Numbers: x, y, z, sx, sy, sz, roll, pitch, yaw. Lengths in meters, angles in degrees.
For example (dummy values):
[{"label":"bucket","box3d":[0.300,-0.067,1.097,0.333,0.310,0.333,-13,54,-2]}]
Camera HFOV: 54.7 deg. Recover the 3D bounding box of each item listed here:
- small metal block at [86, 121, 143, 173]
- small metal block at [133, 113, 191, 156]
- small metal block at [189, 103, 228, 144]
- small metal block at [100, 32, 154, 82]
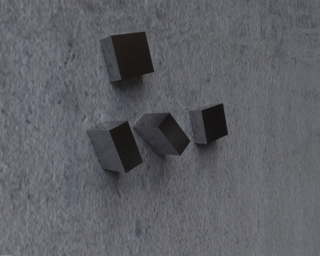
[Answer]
[{"label":"small metal block","box3d":[-0.051,0.020,0.347,0.025,0.050,0.050,-31,110,-36]},{"label":"small metal block","box3d":[0.002,0.008,0.392,0.050,0.050,0.025,52,59,-28]},{"label":"small metal block","box3d":[0.074,-0.008,0.470,0.050,0.025,0.050,-19,103,-39]},{"label":"small metal block","box3d":[-0.039,-0.086,0.374,0.050,0.025,0.050,-21,104,-38]}]
